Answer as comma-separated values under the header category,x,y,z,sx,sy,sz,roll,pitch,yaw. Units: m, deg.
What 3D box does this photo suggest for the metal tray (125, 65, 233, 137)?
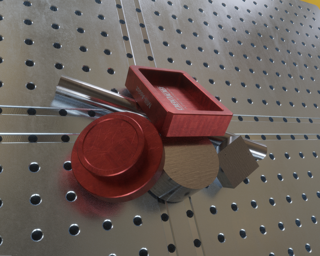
category,x,y,z,sx,sy,sz,roll,pitch,yaw
metal tray,0.019,-0.038,0.396,0.091,0.030,0.130,0,33,-29

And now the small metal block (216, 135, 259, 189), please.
category,x,y,z,sx,sy,sz,roll,pitch,yaw
small metal block,0.096,0.045,0.414,0.050,0.025,0.050,-35,97,-22

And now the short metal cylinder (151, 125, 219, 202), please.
category,x,y,z,sx,sy,sz,roll,pitch,yaw
short metal cylinder,0.023,0.043,0.374,0.081,0.050,0.080,14,56,-21

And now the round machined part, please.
category,x,y,z,sx,sy,sz,roll,pitch,yaw
round machined part,-0.046,0.024,0.323,0.099,0.042,0.098,-4,62,7

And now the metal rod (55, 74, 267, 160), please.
category,x,y,z,sx,sy,sz,roll,pitch,yaw
metal rod,0.015,-0.008,0.417,0.302,0.025,0.025,18,55,-18
